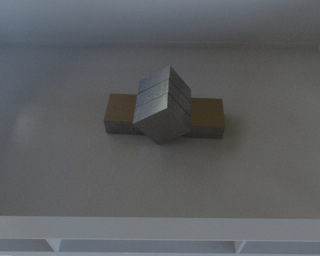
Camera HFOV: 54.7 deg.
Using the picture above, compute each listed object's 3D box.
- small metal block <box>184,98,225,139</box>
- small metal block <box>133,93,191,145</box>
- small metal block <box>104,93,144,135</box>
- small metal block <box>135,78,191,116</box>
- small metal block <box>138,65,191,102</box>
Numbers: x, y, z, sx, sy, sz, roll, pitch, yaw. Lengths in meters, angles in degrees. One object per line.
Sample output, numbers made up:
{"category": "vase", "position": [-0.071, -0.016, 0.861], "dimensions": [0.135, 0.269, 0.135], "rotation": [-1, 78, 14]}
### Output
{"category": "small metal block", "position": [0.058, -0.014, 0.416], "dimensions": [0.050, 0.025, 0.050], "rotation": [2, 50, 1]}
{"category": "small metal block", "position": [0.003, -0.010, 0.382], "dimensions": [0.050, 0.050, 0.025], "rotation": [-24, 43, 28]}
{"category": "small metal block", "position": [-0.045, -0.019, 0.419], "dimensions": [0.050, 0.025, 0.050], "rotation": [3, 50, 2]}
{"category": "small metal block", "position": [0.005, -0.029, 0.398], "dimensions": [0.050, 0.050, 0.025], "rotation": [-24, 43, 28]}
{"category": "small metal block", "position": [0.007, -0.049, 0.414], "dimensions": [0.050, 0.050, 0.025], "rotation": [-23, 43, 28]}
